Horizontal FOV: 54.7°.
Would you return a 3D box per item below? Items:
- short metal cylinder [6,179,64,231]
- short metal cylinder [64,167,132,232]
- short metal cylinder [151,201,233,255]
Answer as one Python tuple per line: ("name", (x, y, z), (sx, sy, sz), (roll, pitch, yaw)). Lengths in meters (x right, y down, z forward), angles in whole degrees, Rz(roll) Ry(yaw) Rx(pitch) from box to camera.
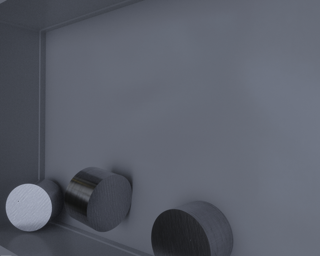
("short metal cylinder", (-0.217, 0.133, 0.543), (0.080, 0.050, 0.079), (0, 90, 5))
("short metal cylinder", (-0.086, 0.100, 0.440), (0.050, 0.081, 0.079), (10, 96, 39))
("short metal cylinder", (0.037, 0.129, 0.359), (0.080, 0.050, 0.079), (0, 90, 39))
